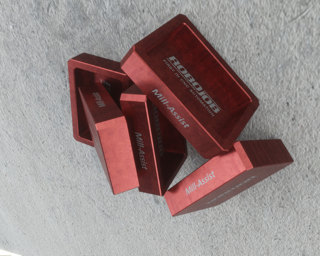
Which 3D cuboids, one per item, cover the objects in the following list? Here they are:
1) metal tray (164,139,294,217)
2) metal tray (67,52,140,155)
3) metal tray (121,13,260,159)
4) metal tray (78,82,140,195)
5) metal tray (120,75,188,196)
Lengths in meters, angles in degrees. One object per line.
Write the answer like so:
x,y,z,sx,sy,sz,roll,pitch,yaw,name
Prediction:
0.076,0.059,0.362,0.129,0.091,0.030,-44,58,39,metal tray
-0.077,-0.029,0.426,0.090,0.030,0.129,18,126,17,metal tray
0.035,-0.044,0.317,0.130,0.090,0.030,47,143,-6,metal tray
-0.064,0.007,0.371,0.130,0.030,0.089,-131,29,-57,metal tray
-0.001,0.003,0.368,0.030,0.090,0.129,6,122,25,metal tray
